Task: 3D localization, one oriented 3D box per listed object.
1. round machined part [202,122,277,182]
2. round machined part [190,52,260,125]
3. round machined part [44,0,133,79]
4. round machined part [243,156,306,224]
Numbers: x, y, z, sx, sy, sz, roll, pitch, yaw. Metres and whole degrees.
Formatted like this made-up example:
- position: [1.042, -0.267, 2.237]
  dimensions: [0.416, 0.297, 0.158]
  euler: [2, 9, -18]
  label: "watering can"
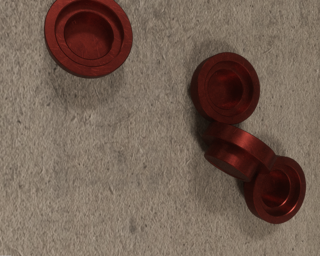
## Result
- position: [0.097, 0.036, 0.408]
  dimensions: [0.098, 0.098, 0.042]
  euler: [36, 79, -17]
  label: "round machined part"
- position: [0.086, -0.053, 0.433]
  dimensions: [0.099, 0.042, 0.097]
  euler: [0, 90, -21]
  label: "round machined part"
- position: [-0.086, -0.107, 0.369]
  dimensions: [0.099, 0.042, 0.097]
  euler: [0, 90, -21]
  label: "round machined part"
- position: [0.165, 0.088, 0.461]
  dimensions: [0.099, 0.042, 0.097]
  euler: [-1, 93, -23]
  label: "round machined part"
